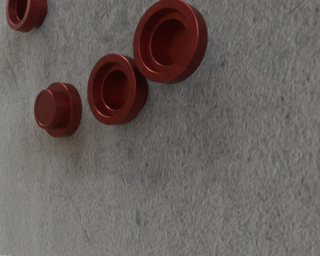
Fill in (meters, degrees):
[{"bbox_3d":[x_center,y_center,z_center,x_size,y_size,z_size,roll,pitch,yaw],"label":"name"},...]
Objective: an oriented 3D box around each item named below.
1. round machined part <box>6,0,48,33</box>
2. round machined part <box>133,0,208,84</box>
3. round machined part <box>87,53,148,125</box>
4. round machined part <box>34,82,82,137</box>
[{"bbox_3d":[-0.256,-0.234,0.601,0.098,0.042,0.097,0,90,39],"label":"round machined part"},{"bbox_3d":[0.017,-0.102,0.379,0.098,0.042,0.097,0,90,39],"label":"round machined part"},{"bbox_3d":[-0.055,-0.053,0.437,0.098,0.042,0.097,0,90,39],"label":"round machined part"},{"bbox_3d":[-0.184,-0.032,0.542,0.098,0.042,0.097,0,90,39],"label":"round machined part"}]
